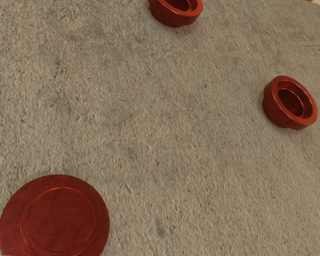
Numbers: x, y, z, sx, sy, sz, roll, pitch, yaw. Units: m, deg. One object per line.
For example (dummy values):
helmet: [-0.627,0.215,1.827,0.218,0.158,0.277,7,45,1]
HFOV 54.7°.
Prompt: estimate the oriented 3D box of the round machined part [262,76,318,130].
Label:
round machined part: [0.217,-0.039,0.533,0.099,0.042,0.098,14,56,-21]

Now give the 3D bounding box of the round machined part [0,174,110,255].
round machined part: [-0.094,0.089,0.288,0.099,0.042,0.098,14,56,-21]

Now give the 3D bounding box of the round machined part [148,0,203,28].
round machined part: [0.021,-0.213,0.534,0.099,0.042,0.098,14,56,-21]
